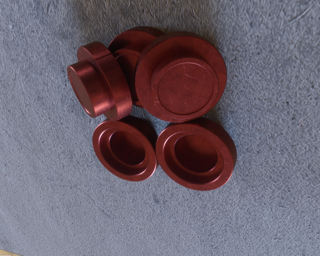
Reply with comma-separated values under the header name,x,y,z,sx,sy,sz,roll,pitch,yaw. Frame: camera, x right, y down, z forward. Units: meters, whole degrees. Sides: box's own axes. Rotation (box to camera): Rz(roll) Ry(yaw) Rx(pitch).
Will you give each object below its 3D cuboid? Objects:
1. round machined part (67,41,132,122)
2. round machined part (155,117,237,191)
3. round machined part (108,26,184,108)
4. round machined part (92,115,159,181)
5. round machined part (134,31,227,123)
name,x,y,z,sx,sy,sz,roll,pitch,yaw
round machined part,-0.077,-0.051,0.374,0.098,0.042,0.097,47,154,32
round machined part,0.047,0.027,0.388,0.098,0.042,0.097,13,124,20
round machined part,-0.024,-0.066,0.367,0.098,0.042,0.097,13,124,20
round machined part,-0.041,0.023,0.431,0.098,0.042,0.097,13,124,20
round machined part,0.023,-0.048,0.326,0.099,0.042,0.097,-4,120,-6
